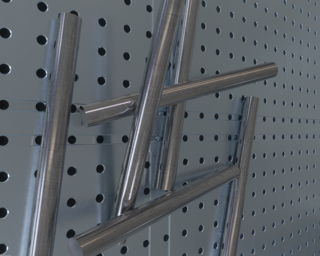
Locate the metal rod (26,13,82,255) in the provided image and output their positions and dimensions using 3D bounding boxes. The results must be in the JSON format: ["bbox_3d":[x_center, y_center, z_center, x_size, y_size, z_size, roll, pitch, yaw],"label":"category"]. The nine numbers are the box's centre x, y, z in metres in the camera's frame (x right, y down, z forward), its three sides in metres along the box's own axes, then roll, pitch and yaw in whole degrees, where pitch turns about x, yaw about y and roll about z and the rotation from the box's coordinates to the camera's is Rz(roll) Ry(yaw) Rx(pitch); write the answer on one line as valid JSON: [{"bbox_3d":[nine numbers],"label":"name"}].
[{"bbox_3d":[-0.110,0.032,0.316,0.025,0.025,0.299,10,84,-40],"label":"metal rod"}]

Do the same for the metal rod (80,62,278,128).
[{"bbox_3d":[0.044,-0.051,0.409,0.302,0.025,0.025,-17,101,-28],"label":"metal rod"}]

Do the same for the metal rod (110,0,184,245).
[{"bbox_3d":[-0.017,-0.013,0.350,0.025,0.025,0.298,8,98,-40],"label":"metal rod"}]

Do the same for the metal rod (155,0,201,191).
[{"bbox_3d":[0.028,-0.065,0.431,0.025,0.025,0.299,14,81,-39],"label":"metal rod"}]

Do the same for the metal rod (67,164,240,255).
[{"bbox_3d":[0.021,0.092,0.396,0.302,0.025,0.025,-12,98,-48],"label":"metal rod"}]

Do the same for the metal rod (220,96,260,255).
[{"bbox_3d":[0.132,0.093,0.518,0.025,0.025,0.299,19,78,-38],"label":"metal rod"}]
